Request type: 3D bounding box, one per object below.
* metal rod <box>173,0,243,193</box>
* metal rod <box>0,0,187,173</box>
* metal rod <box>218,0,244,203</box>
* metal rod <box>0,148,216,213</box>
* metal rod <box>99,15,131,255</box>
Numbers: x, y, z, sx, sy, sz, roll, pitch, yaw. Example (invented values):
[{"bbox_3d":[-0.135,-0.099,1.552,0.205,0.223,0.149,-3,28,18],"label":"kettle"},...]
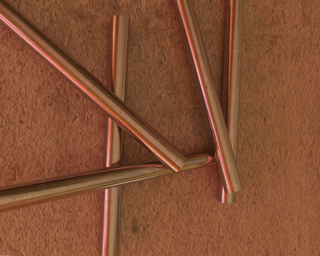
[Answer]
[{"bbox_3d":[0.060,-0.060,0.417,0.025,0.025,0.298,-15,90,-19],"label":"metal rod"},{"bbox_3d":[-0.087,-0.053,0.356,0.300,0.025,0.025,41,77,-8],"label":"metal rod"},{"bbox_3d":[0.102,-0.044,0.446,0.025,0.025,0.298,3,89,-20],"label":"metal rod"},{"bbox_3d":[-0.058,0.057,0.357,0.303,0.025,0.025,-7,93,-31],"label":"metal rod"},{"bbox_3d":[-0.056,0.012,0.388,0.025,0.025,0.298,3,89,-20],"label":"metal rod"}]
